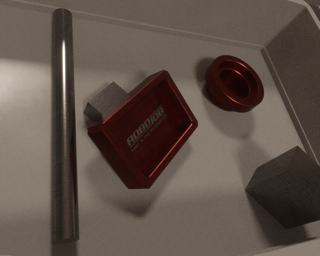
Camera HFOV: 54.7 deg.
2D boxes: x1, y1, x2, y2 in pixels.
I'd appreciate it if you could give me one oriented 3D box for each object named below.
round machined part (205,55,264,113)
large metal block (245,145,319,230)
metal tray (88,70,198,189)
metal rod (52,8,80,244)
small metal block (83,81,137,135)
[{"bbox_3d":[0.115,-0.066,0.499,0.099,0.042,0.098,14,56,-21],"label":"round machined part"},{"bbox_3d":[0.179,0.082,0.419,0.080,0.080,0.050,43,51,1],"label":"large metal block"},{"bbox_3d":[-0.013,-0.001,0.375,0.131,0.030,0.090,-48,113,-39],"label":"metal tray"},{"bbox_3d":[-0.112,-0.025,0.360,0.025,0.025,0.299,5,60,-26],"label":"metal rod"},{"bbox_3d":[-0.058,-0.023,0.389,0.050,0.025,0.050,41,51,-1],"label":"small metal block"}]
